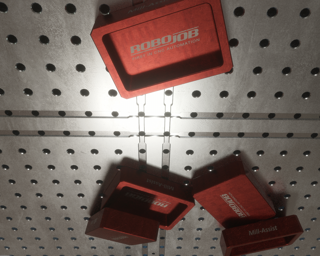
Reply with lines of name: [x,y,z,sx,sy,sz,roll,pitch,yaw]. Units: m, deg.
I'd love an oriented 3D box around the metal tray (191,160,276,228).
metal tray: [0.122,0.115,0.509,0.090,0.030,0.130,-28,125,21]

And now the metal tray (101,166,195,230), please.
metal tray: [-0.020,0.119,0.509,0.131,0.030,0.089,21,127,-18]

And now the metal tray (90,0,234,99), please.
metal tray: [0.005,-0.089,0.332,0.130,0.030,0.090,-14,129,11]

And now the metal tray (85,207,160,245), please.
metal tray: [-0.067,0.167,0.516,0.091,0.030,0.129,20,151,-16]

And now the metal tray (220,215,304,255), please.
metal tray: [0.176,0.195,0.551,0.131,0.030,0.090,-12,145,-1]
